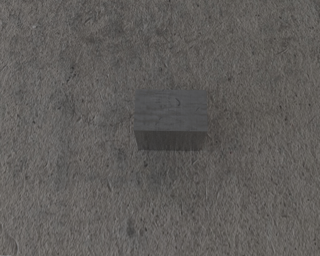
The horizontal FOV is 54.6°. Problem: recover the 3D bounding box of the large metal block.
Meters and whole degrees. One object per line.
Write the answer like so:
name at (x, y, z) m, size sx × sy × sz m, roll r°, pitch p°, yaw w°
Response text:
large metal block at (0.012, -0.007, 0.382) m, size 0.080 × 0.080 × 0.050 m, roll 1°, pitch 70°, yaw 0°
